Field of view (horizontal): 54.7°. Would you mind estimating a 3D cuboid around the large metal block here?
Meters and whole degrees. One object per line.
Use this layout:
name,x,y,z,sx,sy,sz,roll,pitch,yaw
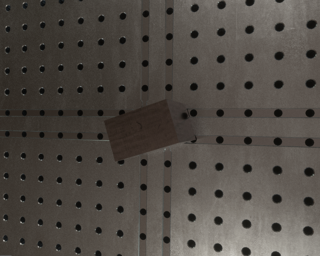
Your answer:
large metal block,-0.009,0.003,0.386,0.080,0.080,0.050,-18,84,19
